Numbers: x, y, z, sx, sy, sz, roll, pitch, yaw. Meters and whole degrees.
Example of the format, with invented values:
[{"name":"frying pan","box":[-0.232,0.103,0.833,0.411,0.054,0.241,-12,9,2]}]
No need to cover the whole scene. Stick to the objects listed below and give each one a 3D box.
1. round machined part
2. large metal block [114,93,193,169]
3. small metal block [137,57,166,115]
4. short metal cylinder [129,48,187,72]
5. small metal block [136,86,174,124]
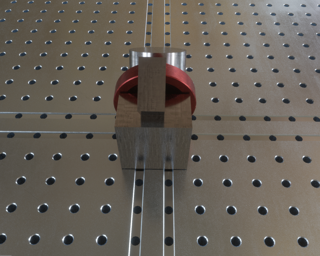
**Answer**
[{"name":"round machined part","box":[-0.006,-0.043,0.383,0.099,0.097,0.042,1,50,0]},{"name":"large metal block","box":[-0.007,0.006,0.366,0.081,0.080,0.050,1,50,0]},{"name":"small metal block","box":[-0.007,-0.039,0.306,0.025,0.050,0.050,1,88,0]},{"name":"short metal cylinder","box":[-0.003,-0.086,0.442,0.081,0.050,0.080,1,20,0]},{"name":"small metal block","box":[-0.006,-0.033,0.434,0.050,0.025,0.050,1,50,0]}]
